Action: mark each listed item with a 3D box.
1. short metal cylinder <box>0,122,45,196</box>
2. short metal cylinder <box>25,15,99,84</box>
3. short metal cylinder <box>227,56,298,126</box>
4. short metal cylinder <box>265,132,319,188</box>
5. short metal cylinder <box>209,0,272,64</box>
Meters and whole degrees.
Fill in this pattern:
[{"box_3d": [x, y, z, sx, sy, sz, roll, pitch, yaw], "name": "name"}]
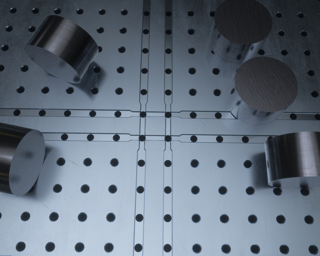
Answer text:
[{"box_3d": [-0.180, 0.036, 0.367, 0.050, 0.080, 0.080, 11, 70, 4], "name": "short metal cylinder"}, {"box_3d": [-0.131, -0.104, 0.419, 0.080, 0.080, 0.050, 23, 72, 8], "name": "short metal cylinder"}, {"box_3d": [0.135, -0.049, 0.418, 0.081, 0.050, 0.080, 0, 70, 0], "name": "short metal cylinder"}, {"box_3d": [0.169, 0.041, 0.370, 0.081, 0.080, 0.050, 1, 70, 0], "name": "short metal cylinder"}, {"box_3d": [0.115, -0.141, 0.451, 0.081, 0.050, 0.080, 0, 70, 0], "name": "short metal cylinder"}]
